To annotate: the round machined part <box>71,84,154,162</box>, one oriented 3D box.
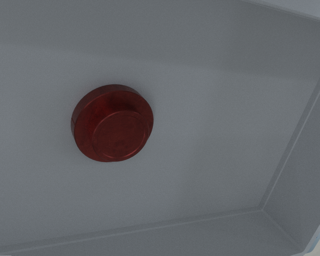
[{"bbox_3d":[-0.052,0.001,0.369,0.099,0.042,0.097,-14,124,-21],"label":"round machined part"}]
